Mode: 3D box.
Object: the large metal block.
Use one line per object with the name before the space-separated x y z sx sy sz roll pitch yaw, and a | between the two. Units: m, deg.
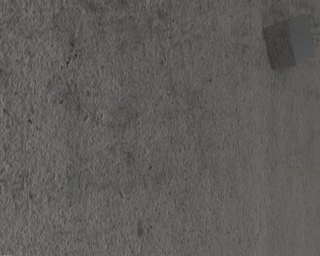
large metal block | 0.249 -0.166 0.596 0.081 0.050 0.080 -30 109 -36
